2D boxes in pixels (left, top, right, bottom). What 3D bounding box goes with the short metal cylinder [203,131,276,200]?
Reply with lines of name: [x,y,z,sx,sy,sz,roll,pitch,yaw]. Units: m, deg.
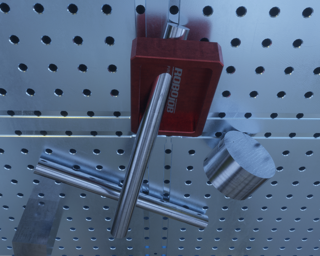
short metal cylinder: [0.106,0.050,0.419,0.080,0.080,0.050,21,127,-17]

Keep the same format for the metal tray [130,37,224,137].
metal tray: [0.013,-0.040,0.354,0.091,0.030,0.129,3,144,-3]

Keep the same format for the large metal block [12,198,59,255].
large metal block: [-0.207,0.179,0.526,0.050,0.080,0.079,9,130,-8]

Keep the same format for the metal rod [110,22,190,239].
metal rod: [-0.020,0.022,0.386,0.025,0.025,0.298,12,116,-10]

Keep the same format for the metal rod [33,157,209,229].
metal rod: [-0.051,0.112,0.505,0.302,0.025,0.025,24,126,-19]
